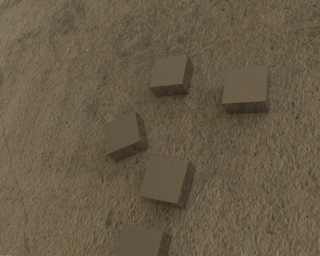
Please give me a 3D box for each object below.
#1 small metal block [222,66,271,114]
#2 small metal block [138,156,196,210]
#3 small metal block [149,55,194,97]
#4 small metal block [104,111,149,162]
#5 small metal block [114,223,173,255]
[{"bbox_3d":[0.106,-0.046,0.376,0.050,0.025,0.050,-2,61,27],"label":"small metal block"},{"bbox_3d":[0.009,0.063,0.361,0.050,0.025,0.050,4,64,30],"label":"small metal block"},{"bbox_3d":[0.017,-0.073,0.440,0.050,0.025,0.050,-2,61,27],"label":"small metal block"},{"bbox_3d":[-0.047,0.011,0.421,0.050,0.025,0.050,-23,53,14],"label":"small metal block"},{"bbox_3d":[-0.020,0.134,0.332,0.050,0.025,0.050,2,62,29],"label":"small metal block"}]
